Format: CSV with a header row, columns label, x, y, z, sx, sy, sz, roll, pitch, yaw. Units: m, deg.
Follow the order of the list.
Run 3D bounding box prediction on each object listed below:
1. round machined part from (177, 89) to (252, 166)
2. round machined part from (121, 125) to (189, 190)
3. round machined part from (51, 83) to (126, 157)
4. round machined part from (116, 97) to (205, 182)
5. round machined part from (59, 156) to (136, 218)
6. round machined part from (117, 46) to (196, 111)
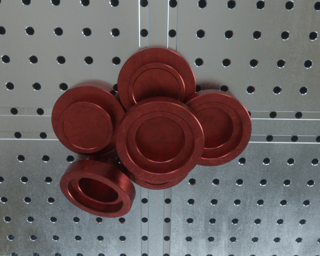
label,x,y,z,sx,sy,sz,roll,pitch,yaw
round machined part,0.064,-0.003,0.403,0.099,0.042,0.097,0,110,0
round machined part,-0.004,0.042,0.419,0.099,0.042,0.097,0,110,0
round machined part,-0.091,-0.006,0.401,0.099,0.042,0.097,0,110,0
round machined part,0.000,0.010,0.362,0.099,0.042,0.097,0,110,0
round machined part,-0.079,0.075,0.417,0.098,0.042,0.097,9,134,10
round machined part,-0.004,-0.050,0.386,0.099,0.042,0.097,0,110,0
